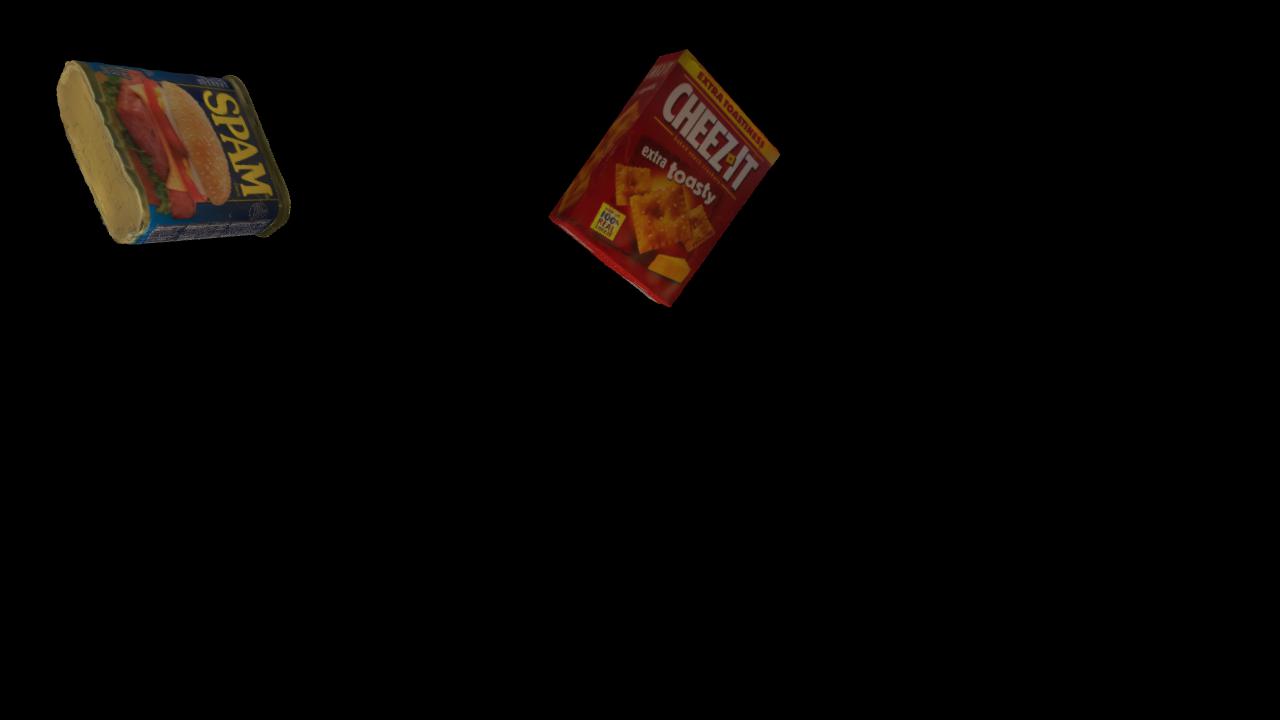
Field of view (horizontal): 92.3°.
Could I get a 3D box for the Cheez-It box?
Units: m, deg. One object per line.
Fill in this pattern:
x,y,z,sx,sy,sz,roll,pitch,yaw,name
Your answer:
0.030,-0.196,0.689,0.166,0.223,0.071,36,-1,-31,Cheez-It box

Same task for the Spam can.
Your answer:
-0.283,-0.124,0.377,0.058,0.101,0.085,-18,4,34,Spam can
